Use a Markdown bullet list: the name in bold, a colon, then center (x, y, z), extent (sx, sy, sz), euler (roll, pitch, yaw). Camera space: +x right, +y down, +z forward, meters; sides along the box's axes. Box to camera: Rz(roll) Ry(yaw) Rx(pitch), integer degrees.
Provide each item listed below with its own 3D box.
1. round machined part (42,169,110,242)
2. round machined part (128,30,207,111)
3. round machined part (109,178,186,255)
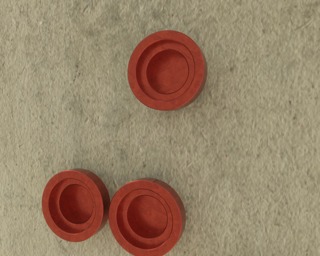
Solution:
- **round machined part**: center (-0.113, 0.106, 0.438), extent (0.098, 0.042, 0.097), euler (0, 90, 19)
- **round machined part**: center (0.012, -0.070, 0.395), extent (0.098, 0.042, 0.097), euler (0, 90, 19)
- **round machined part**: center (-0.013, 0.113, 0.404), extent (0.098, 0.042, 0.097), euler (0, 90, 19)
